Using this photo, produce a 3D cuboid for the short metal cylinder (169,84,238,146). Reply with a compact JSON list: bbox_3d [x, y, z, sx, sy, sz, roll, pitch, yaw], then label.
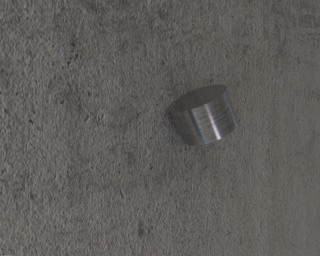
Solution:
[{"bbox_3d":[0.058,-0.019,0.417,0.080,0.080,0.050,-37,113,-34],"label":"short metal cylinder"}]
